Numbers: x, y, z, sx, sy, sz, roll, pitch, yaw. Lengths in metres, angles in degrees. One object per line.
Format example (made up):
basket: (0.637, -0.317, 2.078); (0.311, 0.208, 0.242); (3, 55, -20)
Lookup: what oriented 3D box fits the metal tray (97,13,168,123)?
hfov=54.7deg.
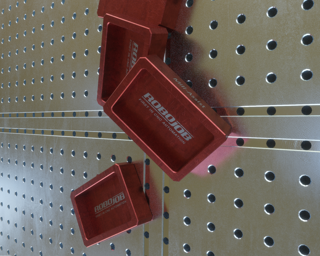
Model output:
metal tray: (-0.042, -0.078, 0.417); (0.090, 0.030, 0.129); (30, 123, 34)

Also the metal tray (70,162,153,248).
metal tray: (-0.078, 0.117, 0.468); (0.130, 0.030, 0.090); (-34, 69, 34)

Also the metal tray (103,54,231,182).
metal tray: (0.006, -0.011, 0.366); (0.130, 0.030, 0.090); (45, 119, 3)

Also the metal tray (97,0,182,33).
metal tray: (-0.028, -0.188, 0.427); (0.130, 0.030, 0.089); (24, 105, 37)
